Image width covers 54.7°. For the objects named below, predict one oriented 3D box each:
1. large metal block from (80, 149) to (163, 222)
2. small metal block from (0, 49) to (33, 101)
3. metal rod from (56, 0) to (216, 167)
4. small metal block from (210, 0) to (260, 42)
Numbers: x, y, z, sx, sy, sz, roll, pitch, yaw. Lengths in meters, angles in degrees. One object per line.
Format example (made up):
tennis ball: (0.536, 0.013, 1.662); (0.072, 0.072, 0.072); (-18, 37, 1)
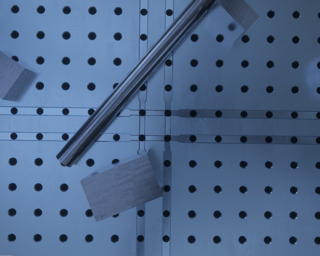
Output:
large metal block: (-0.043, 0.067, 0.385); (0.080, 0.080, 0.050); (-21, 90, 0)
small metal block: (-0.209, -0.071, 0.411); (0.050, 0.025, 0.050); (35, 90, -1)
metal rod: (-0.029, -0.069, 0.412); (0.025, 0.025, 0.300); (41, 90, -1)
small metal block: (0.095, -0.146, 0.402); (0.025, 0.050, 0.050); (-44, 91, 0)
